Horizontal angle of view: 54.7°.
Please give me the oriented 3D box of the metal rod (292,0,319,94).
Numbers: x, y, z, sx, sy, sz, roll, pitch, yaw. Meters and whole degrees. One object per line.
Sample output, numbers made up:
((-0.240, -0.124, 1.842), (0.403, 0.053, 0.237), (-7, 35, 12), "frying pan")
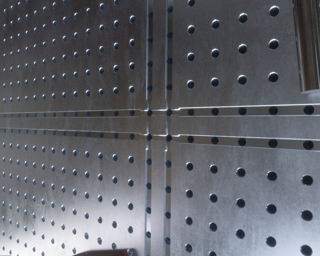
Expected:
((0.135, -0.183, 0.297), (0.025, 0.025, 0.298), (-7, 86, 40), "metal rod")

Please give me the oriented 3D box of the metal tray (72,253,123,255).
((-0.105, 0.250, 0.492), (0.130, 0.030, 0.090), (-21, 77, 38), "metal tray")
